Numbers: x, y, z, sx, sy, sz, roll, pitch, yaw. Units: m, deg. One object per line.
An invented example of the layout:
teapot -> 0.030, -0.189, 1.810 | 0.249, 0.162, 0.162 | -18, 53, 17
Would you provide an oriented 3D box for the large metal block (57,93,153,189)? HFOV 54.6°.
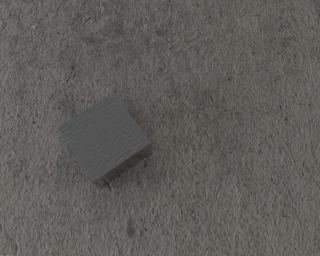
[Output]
large metal block -> -0.066, 0.017, 0.388 | 0.080, 0.050, 0.080 | -34, 74, -12
